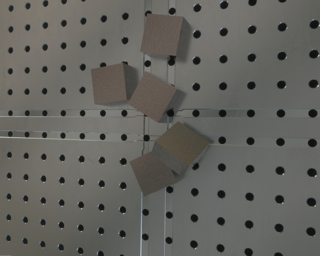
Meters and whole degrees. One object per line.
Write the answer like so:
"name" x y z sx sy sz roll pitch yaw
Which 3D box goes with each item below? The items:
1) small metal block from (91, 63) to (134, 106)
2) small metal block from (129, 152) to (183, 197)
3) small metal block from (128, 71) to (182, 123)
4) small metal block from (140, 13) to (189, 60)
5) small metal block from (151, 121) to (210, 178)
"small metal block" -0.066 -0.060 0.437 0.050 0.025 0.050 -7 88 20
"small metal block" -0.005 0.057 0.415 0.050 0.025 0.050 -27 81 18
"small metal block" -0.007 -0.041 0.415 0.050 0.025 0.050 32 100 17
"small metal block" 0.006 -0.121 0.411 0.050 0.025 0.050 12 94 19
"small metal block" 0.026 0.025 0.388 0.050 0.050 0.025 36 138 16
